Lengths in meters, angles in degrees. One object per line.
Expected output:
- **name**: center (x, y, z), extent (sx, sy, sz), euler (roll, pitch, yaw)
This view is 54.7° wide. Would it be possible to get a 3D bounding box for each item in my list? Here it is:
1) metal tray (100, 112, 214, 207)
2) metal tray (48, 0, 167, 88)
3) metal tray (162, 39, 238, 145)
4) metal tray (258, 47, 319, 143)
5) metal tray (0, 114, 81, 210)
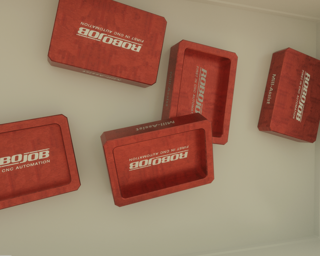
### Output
- **metal tray**: center (0.000, 0.038, 0.384), extent (0.131, 0.030, 0.089), euler (-12, 113, -13)
- **metal tray**: center (-0.063, -0.108, 0.384), extent (0.131, 0.030, 0.090), euler (11, 86, -20)
- **metal tray**: center (0.054, -0.046, 0.427), extent (0.091, 0.030, 0.129), euler (8, 87, -20)
- **metal tray**: center (0.210, -0.049, 0.485), extent (0.091, 0.030, 0.129), euler (15, 85, -20)
- **metal tray**: center (-0.164, 0.039, 0.347), extent (0.131, 0.030, 0.089), euler (-12, 94, -20)
